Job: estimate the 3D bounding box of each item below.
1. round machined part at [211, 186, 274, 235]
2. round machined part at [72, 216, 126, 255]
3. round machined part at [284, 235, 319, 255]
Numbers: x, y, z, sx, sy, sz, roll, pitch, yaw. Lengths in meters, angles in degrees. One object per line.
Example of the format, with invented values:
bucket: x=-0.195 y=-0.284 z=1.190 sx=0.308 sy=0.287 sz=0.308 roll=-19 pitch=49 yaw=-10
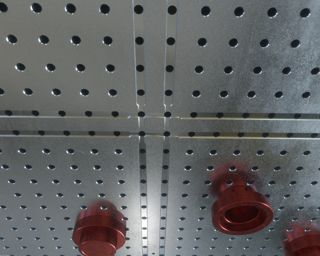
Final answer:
round machined part: x=0.134 y=0.135 z=0.517 sx=0.099 sy=0.042 sz=0.097 roll=-1 pitch=130 yaw=0
round machined part: x=-0.114 y=0.209 z=0.577 sx=0.099 sy=0.042 sz=0.097 roll=-1 pitch=130 yaw=0
round machined part: x=0.308 y=0.263 z=0.629 sx=0.099 sy=0.042 sz=0.097 roll=-1 pitch=130 yaw=0
